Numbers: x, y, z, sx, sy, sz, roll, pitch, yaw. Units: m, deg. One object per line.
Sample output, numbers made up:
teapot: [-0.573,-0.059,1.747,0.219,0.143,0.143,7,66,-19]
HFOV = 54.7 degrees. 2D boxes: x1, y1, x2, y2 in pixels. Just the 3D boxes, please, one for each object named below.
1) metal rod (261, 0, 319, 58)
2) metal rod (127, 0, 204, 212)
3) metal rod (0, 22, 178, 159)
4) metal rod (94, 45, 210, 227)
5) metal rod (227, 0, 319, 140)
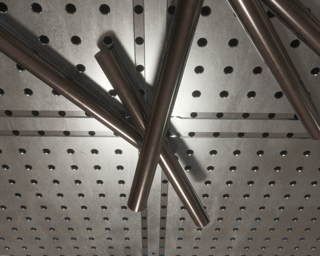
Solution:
metal rod: [0.213,-0.071,0.354,0.301,0.025,0.025,30,124,-24]
metal rod: [0.003,-0.024,0.351,0.025,0.025,0.298,10,117,-9]
metal rod: [-0.086,-0.031,0.384,0.025,0.025,0.301,-36,122,26]
metal rod: [0.002,0.030,0.411,0.025,0.025,0.299,-20,120,16]
metal rod: [0.124,-0.078,0.334,0.025,0.025,0.300,-30,128,23]
